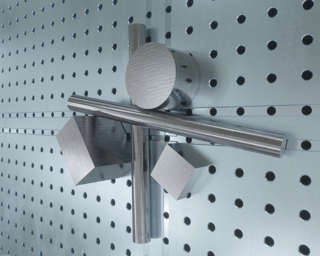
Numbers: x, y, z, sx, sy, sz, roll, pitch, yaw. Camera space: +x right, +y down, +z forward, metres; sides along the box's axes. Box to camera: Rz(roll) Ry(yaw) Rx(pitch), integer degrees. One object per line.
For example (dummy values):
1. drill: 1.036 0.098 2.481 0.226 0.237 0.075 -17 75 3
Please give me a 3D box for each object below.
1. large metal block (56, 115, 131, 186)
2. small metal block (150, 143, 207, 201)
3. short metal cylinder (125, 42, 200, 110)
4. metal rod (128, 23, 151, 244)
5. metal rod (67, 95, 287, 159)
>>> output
1. large metal block: -0.089 0.030 0.443 0.050 0.081 0.080 -42 65 32
2. small metal block: 0.022 0.054 0.390 0.050 0.025 0.050 40 114 32
3. short metal cylinder: 0.003 -0.063 0.389 0.080 0.050 0.079 0 90 39
4. metal rod: -0.028 0.007 0.431 0.025 0.025 0.298 -2 89 39
5. metal rod: -0.003 -0.010 0.385 0.300 0.025 0.025 13 98 31
